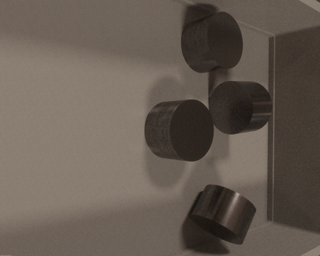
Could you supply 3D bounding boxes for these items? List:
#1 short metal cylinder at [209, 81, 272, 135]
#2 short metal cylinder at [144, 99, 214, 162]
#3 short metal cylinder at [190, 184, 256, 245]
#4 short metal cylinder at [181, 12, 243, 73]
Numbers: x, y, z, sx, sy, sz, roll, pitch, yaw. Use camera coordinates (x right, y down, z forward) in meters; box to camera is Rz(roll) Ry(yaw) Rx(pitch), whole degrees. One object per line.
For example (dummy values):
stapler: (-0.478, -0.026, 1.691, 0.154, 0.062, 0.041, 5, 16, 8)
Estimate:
short metal cylinder: (0.122, -0.032, 0.476, 0.050, 0.080, 0.079, -6, 94, -40)
short metal cylinder: (0.026, 0.003, 0.415, 0.081, 0.050, 0.079, 0, 90, -40)
short metal cylinder: (0.092, 0.126, 0.451, 0.080, 0.080, 0.050, 47, 62, -30)
short metal cylinder: (0.078, -0.124, 0.458, 0.081, 0.050, 0.079, 0, 90, -40)
